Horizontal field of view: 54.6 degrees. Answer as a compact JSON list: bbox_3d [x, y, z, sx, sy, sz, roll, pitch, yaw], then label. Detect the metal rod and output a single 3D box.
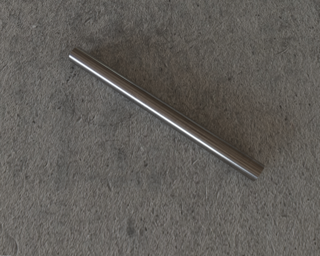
[{"bbox_3d":[0.001,-0.024,0.417,0.300,0.025,0.025,33,74,11],"label":"metal rod"}]
